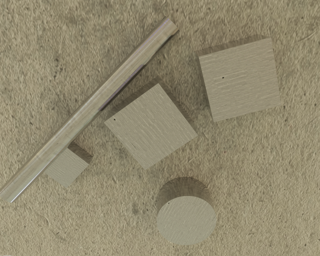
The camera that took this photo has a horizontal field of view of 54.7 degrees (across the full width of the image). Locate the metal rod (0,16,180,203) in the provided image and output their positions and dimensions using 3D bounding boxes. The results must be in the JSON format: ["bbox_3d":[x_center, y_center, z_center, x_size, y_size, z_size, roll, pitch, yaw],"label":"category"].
[{"bbox_3d":[-0.091,-0.018,0.383,0.300,0.025,0.025,-45,105,7],"label":"metal rod"}]

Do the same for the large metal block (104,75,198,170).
[{"bbox_3d":[-0.010,-0.008,0.394,0.080,0.050,0.080,-35,107,12],"label":"large metal block"}]

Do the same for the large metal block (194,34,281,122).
[{"bbox_3d":[0.092,-0.061,0.375,0.080,0.050,0.080,-15,110,5],"label":"large metal block"}]

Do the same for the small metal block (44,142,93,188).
[{"bbox_3d":[-0.130,0.046,0.425,0.050,0.025,0.050,41,105,-14],"label":"small metal block"}]

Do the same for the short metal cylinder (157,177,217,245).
[{"bbox_3d":[0.036,0.117,0.440,0.081,0.050,0.079,0,110,0],"label":"short metal cylinder"}]
